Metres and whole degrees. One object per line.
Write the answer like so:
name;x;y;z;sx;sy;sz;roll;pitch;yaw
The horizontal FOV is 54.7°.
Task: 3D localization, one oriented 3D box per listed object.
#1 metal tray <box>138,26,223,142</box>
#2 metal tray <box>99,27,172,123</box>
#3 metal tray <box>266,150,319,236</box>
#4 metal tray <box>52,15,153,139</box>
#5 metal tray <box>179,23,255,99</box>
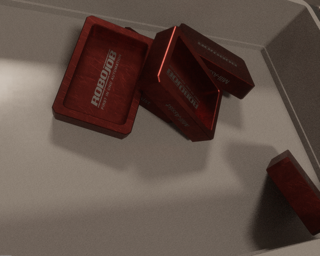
metal tray;0.033;-0.052;0.399;0.130;0.030;0.090;44;51;-39
metal tray;-0.017;-0.077;0.441;0.130;0.030;0.090;33;51;-7
metal tray;0.186;0.078;0.415;0.090;0.030;0.131;57;19;12
metal tray;-0.064;-0.061;0.375;0.091;0.030;0.130;18;72;-12
metal tray;0.082;-0.106;0.491;0.131;0.030;0.090;25;36;-19
